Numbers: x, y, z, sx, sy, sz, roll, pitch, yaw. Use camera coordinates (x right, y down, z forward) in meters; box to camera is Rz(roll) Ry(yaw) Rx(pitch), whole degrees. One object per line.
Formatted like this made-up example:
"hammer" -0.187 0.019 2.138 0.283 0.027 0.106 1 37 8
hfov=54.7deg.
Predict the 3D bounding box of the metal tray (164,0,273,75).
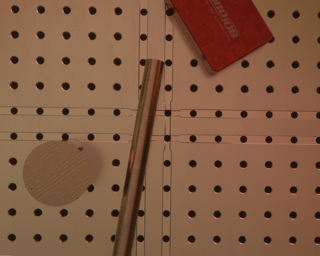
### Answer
"metal tray" 0.075 -0.148 0.412 0.090 0.030 0.130 -31 90 -1

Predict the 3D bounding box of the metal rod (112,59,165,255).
"metal rod" -0.032 0.058 0.413 0.025 0.025 0.298 10 90 -1

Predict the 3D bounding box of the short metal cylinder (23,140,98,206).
"short metal cylinder" -0.126 0.055 0.399 0.081 0.050 0.079 0 90 -1
